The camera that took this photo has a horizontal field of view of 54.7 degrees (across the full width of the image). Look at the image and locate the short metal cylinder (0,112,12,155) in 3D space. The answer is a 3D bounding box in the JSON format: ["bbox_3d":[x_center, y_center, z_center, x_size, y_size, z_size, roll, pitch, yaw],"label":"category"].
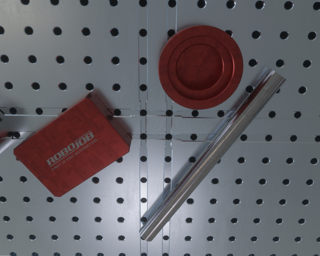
[{"bbox_3d":[-0.244,0.012,0.402,0.081,0.050,0.079,0,110,0],"label":"short metal cylinder"}]

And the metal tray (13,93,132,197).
[{"bbox_3d":[-0.116,0.025,0.419,0.130,0.030,0.090,-34,107,11],"label":"metal tray"}]

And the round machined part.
[{"bbox_3d":[0.047,-0.075,0.377,0.099,0.042,0.097,0,110,0],"label":"round machined part"}]

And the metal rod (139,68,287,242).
[{"bbox_3d":[0.064,0.048,0.431,0.025,0.025,0.299,33,107,-12],"label":"metal rod"}]
